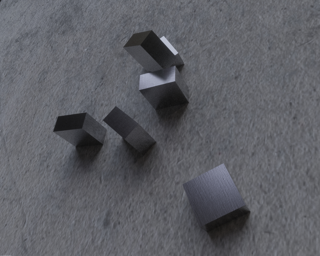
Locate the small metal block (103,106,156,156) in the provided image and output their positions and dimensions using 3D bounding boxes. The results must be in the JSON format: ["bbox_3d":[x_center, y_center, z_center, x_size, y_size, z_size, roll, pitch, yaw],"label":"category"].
[{"bbox_3d":[-0.039,0.004,0.405,0.025,0.050,0.050,-49,52,-6],"label":"small metal block"}]

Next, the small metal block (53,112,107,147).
[{"bbox_3d":[-0.113,0.004,0.443,0.050,0.050,0.025,-6,59,25],"label":"small metal block"}]

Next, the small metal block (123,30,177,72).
[{"bbox_3d":[-0.014,-0.101,0.414,0.025,0.050,0.050,-55,31,-11],"label":"small metal block"}]

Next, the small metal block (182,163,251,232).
[{"bbox_3d":[0.059,0.074,0.327,0.050,0.025,0.050,-29,52,9],"label":"small metal block"}]

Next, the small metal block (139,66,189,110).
[{"bbox_3d":[0.006,-0.052,0.415,0.050,0.050,0.025,-11,58,22],"label":"small metal block"}]

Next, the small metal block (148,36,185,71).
[{"bbox_3d":[0.000,-0.103,0.465,0.050,0.025,0.050,-35,51,5],"label":"small metal block"}]
